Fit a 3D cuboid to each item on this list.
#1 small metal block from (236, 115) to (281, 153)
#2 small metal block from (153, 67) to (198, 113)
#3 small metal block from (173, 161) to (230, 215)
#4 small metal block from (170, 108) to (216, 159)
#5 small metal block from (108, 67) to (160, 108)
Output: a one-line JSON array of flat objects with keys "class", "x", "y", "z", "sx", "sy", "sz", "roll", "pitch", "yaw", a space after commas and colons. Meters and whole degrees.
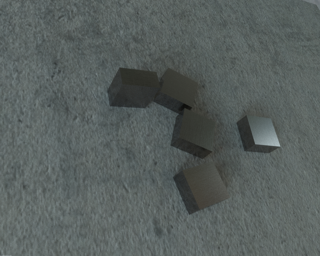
[{"class": "small metal block", "x": 0.153, "y": 0.010, "z": 0.483, "sx": 0.050, "sy": 0.025, "sz": 0.050, "roll": 6, "pitch": 59, "yaw": -25}, {"class": "small metal block", "x": 0.023, "y": -0.052, "z": 0.450, "sx": 0.050, "sy": 0.025, "sz": 0.050, "roll": 26, "pitch": 53, "yaw": -13}, {"class": "small metal block", "x": 0.052, "y": 0.074, "z": 0.388, "sx": 0.050, "sy": 0.025, "sz": 0.050, "roll": -11, "pitch": 68, "yaw": -33}, {"class": "small metal block", "x": 0.046, "y": 0.008, "z": 0.426, "sx": 0.050, "sy": 0.025, "sz": 0.050, "roll": 24, "pitch": 53, "yaw": -14}, {"class": "small metal block", "x": -0.035, "y": -0.050, "z": 0.401, "sx": 0.050, "sy": 0.050, "sz": 0.025, "roll": 2, "pitch": 61, "yaw": -28}]
